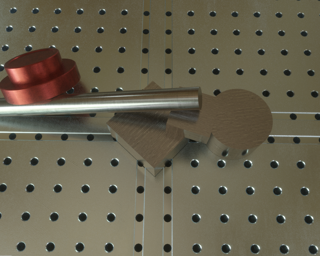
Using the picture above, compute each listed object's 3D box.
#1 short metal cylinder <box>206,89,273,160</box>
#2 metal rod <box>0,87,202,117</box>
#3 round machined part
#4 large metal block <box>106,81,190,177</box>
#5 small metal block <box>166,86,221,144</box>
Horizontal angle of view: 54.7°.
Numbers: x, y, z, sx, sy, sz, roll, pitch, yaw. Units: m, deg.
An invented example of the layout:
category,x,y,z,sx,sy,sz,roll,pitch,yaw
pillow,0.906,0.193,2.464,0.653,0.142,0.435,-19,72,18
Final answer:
category,x,y,z,sx,sy,sz,roll,pitch,yaw
short metal cylinder,0.097,-0.004,0.401,0.081,0.050,0.080,0,70,0
metal rod,-0.101,-0.029,0.375,0.301,0.025,0.025,-1,69,17
round machined part,-0.157,-0.072,0.398,0.099,0.042,0.098,-9,31,6
large metal block,-0.008,0.001,0.395,0.080,0.050,0.080,42,75,13
small metal block,0.039,-0.015,0.362,0.050,0.025,0.050,18,71,6
